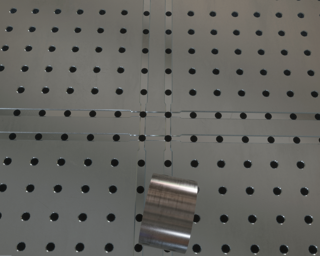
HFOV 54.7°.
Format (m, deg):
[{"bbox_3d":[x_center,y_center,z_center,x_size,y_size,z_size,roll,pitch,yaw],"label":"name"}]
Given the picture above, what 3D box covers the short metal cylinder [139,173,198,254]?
[{"bbox_3d":[0.010,0.094,0.348,0.050,0.080,0.080,11,70,3],"label":"short metal cylinder"}]
